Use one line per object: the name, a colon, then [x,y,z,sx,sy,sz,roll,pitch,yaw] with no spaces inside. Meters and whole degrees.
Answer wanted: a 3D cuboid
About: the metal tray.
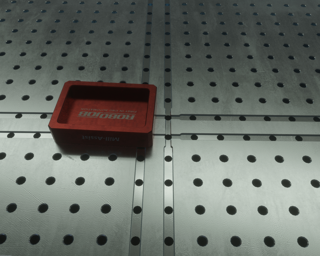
metal tray: [-0.072,-0.021,0.420,0.131,0.030,0.090,3,50,2]
